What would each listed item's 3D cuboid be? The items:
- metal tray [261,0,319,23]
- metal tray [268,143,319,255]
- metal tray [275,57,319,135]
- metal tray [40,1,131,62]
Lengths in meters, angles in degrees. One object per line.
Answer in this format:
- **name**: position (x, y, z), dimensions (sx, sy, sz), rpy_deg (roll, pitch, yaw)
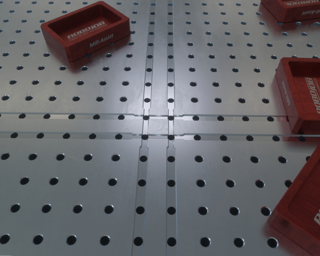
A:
- **metal tray**: position (0.282, -0.255, 0.619), dimensions (0.131, 0.030, 0.090), rpy_deg (-10, 51, -9)
- **metal tray**: position (0.192, 0.078, 0.339), dimensions (0.090, 0.030, 0.131), rpy_deg (34, 58, 25)
- **metal tray**: position (0.227, -0.049, 0.446), dimensions (0.090, 0.030, 0.130), rpy_deg (2, 50, 2)
- **metal tray**: position (-0.130, -0.175, 0.551), dimensions (0.131, 0.030, 0.090), rpy_deg (-34, 58, -25)
